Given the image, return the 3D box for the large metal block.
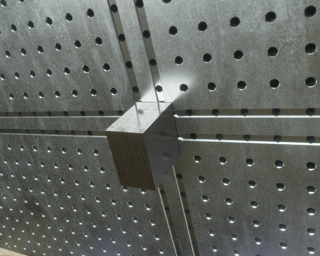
[{"bbox_3d":[-0.018,0.020,0.395,0.050,0.080,0.079,3,120,26],"label":"large metal block"}]
